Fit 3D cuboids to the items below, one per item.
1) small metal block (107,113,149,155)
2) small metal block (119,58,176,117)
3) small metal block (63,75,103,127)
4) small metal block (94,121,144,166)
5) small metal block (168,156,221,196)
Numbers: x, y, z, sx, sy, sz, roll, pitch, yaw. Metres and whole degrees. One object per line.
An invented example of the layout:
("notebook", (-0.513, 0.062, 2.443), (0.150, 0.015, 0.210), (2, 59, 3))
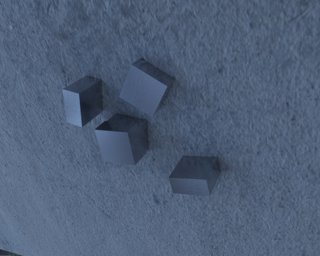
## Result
("small metal block", (-0.045, 0.011, 0.436), (0.050, 0.025, 0.050), (12, 124, 21))
("small metal block", (-0.016, -0.050, 0.383), (0.050, 0.025, 0.050), (32, 128, 6))
("small metal block", (-0.103, -0.037, 0.420), (0.025, 0.050, 0.050), (17, 125, 18))
("small metal block", (-0.054, 0.020, 0.413), (0.050, 0.025, 0.050), (4, 120, 25))
("small metal block", (0.046, 0.061, 0.403), (0.050, 0.050, 0.025), (-2, 118, 28))
